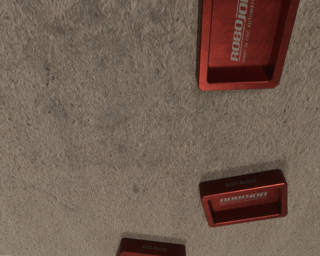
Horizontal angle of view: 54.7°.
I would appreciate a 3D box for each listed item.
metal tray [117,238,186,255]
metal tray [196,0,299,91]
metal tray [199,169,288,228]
[{"bbox_3d":[-0.021,0.267,0.631,0.131,0.030,0.089,10,129,-10],"label":"metal tray"},{"bbox_3d":[0.085,-0.101,0.318,0.091,0.030,0.129,-2,130,1],"label":"metal tray"},{"bbox_3d":[0.136,0.117,0.505,0.131,0.030,0.090,-12,130,9],"label":"metal tray"}]
